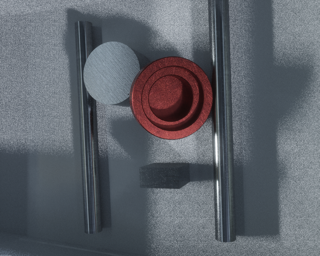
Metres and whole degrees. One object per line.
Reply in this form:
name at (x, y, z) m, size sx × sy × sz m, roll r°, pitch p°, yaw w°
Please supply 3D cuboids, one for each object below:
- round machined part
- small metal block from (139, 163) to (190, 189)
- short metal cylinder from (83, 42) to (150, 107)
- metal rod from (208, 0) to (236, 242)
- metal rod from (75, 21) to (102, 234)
round machined part at (0.011, -0.037, 0.381) m, size 0.099 × 0.042 × 0.097 m, roll -2°, pitch 99°, yaw -14°
small metal block at (0.007, 0.060, 0.394) m, size 0.050 × 0.050 × 0.025 m, roll -2°, pitch 90°, yaw 19°
short metal cylinder at (-0.054, -0.070, 0.415) m, size 0.080 × 0.050 × 0.079 m, roll 0°, pitch 90°, yaw 20°
metal rod at (0.077, -0.013, 0.383) m, size 0.025 × 0.025 × 0.298 m, roll -2°, pitch 89°, yaw 19°
metal rod at (-0.103, -0.002, 0.445) m, size 0.025 × 0.025 × 0.298 m, roll -3°, pitch 89°, yaw 19°
